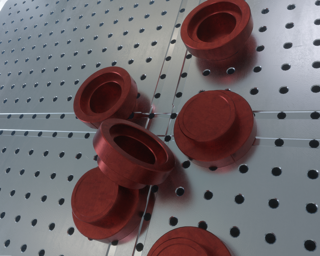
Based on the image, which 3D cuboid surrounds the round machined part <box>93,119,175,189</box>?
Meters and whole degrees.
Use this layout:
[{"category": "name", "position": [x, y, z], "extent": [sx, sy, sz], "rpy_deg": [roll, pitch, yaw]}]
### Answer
[{"category": "round machined part", "position": [-0.034, 0.034, 0.367], "extent": [0.098, 0.099, 0.042], "rpy_deg": [49, 116, 39]}]

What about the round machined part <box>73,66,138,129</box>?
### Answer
[{"category": "round machined part", "position": [-0.076, -0.040, 0.464], "extent": [0.098, 0.042, 0.098], "rpy_deg": [-13, 56, 21]}]

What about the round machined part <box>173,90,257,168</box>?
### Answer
[{"category": "round machined part", "position": [0.061, -0.006, 0.369], "extent": [0.098, 0.042, 0.098], "rpy_deg": [-13, 56, 21]}]

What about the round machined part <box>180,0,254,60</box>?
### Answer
[{"category": "round machined part", "position": [0.082, -0.135, 0.438], "extent": [0.098, 0.042, 0.098], "rpy_deg": [-13, 56, 21]}]

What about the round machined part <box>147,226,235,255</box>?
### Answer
[{"category": "round machined part", "position": [0.025, 0.144, 0.297], "extent": [0.098, 0.042, 0.098], "rpy_deg": [-13, 56, 21]}]

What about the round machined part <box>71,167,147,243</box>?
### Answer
[{"category": "round machined part", "position": [-0.069, 0.086, 0.382], "extent": [0.098, 0.042, 0.098], "rpy_deg": [-13, 56, 21]}]
